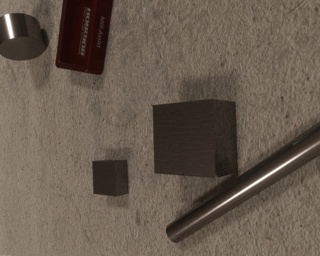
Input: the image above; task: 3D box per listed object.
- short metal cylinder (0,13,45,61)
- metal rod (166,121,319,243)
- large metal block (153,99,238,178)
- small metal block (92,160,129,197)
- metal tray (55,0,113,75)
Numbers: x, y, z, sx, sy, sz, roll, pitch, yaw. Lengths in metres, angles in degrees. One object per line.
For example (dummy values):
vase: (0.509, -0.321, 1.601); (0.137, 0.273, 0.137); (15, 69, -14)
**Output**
short metal cylinder: (-0.263, -0.169, 0.582); (0.080, 0.081, 0.050); (-28, 73, 36)
metal rod: (0.110, 0.044, 0.312); (0.299, 0.025, 0.025); (-44, 64, 31)
large metal block: (0.039, 0.012, 0.355); (0.080, 0.050, 0.079); (-3, 88, 39)
small metal block: (-0.075, 0.074, 0.464); (0.050, 0.025, 0.050); (-4, 87, 39)
metal tray: (-0.125, -0.156, 0.501); (0.090, 0.030, 0.129); (16, 100, 38)
